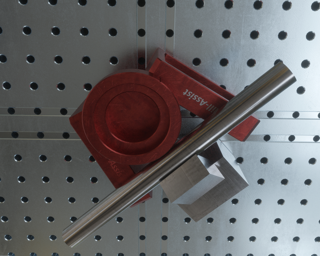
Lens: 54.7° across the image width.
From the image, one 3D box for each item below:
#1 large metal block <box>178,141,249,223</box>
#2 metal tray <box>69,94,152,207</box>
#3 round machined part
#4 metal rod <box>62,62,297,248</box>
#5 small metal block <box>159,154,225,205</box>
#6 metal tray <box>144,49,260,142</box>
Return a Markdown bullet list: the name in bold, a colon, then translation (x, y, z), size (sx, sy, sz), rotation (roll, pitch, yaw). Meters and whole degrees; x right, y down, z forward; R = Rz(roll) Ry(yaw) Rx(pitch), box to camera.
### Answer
- **large metal block**: translation (0.058, 0.061, 0.404), size (0.080, 0.080, 0.050), rotation (-39, 106, 13)
- **metal tray**: translation (-0.054, 0.022, 0.386), size (0.030, 0.090, 0.130), rotation (-28, 108, 9)
- **round machined part**: translation (-0.028, -0.014, 0.325), size (0.099, 0.042, 0.097), rotation (0, 110, -1)
- **metal rod**: translation (0.009, 0.037, 0.331), size (0.300, 0.025, 0.025), rotation (-39, 106, 12)
- **small metal block**: translation (0.036, 0.057, 0.334), size (0.050, 0.050, 0.025), rotation (-41, 61, 13)
- **metal tray**: translation (0.045, -0.042, 0.363), size (0.131, 0.090, 0.030), rotation (30, 108, -11)
